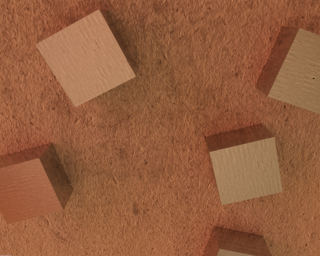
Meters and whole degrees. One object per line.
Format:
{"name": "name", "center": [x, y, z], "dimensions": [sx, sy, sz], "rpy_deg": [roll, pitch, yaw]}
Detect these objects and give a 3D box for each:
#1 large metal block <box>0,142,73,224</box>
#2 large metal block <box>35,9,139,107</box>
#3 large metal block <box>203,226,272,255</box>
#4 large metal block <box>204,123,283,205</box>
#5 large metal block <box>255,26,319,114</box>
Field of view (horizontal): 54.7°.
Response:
{"name": "large metal block", "center": [-0.177, 0.074, 0.422], "dimensions": [0.080, 0.050, 0.080], "rpy_deg": [-15, 110, 5]}
{"name": "large metal block", "center": [-0.081, -0.083, 0.365], "dimensions": [0.080, 0.050, 0.080], "rpy_deg": [-26, 108, 9]}
{"name": "large metal block", "center": [0.113, 0.205, 0.473], "dimensions": [0.080, 0.050, 0.079], "rpy_deg": [13, 110, -5]}
{"name": "large metal block", "center": [0.110, 0.048, 0.415], "dimensions": [0.080, 0.050, 0.080], "rpy_deg": [-14, 110, 5]}
{"name": "large metal block", "center": [0.175, -0.069, 0.372], "dimensions": [0.080, 0.050, 0.079], "rpy_deg": [17, 109, -7]}
